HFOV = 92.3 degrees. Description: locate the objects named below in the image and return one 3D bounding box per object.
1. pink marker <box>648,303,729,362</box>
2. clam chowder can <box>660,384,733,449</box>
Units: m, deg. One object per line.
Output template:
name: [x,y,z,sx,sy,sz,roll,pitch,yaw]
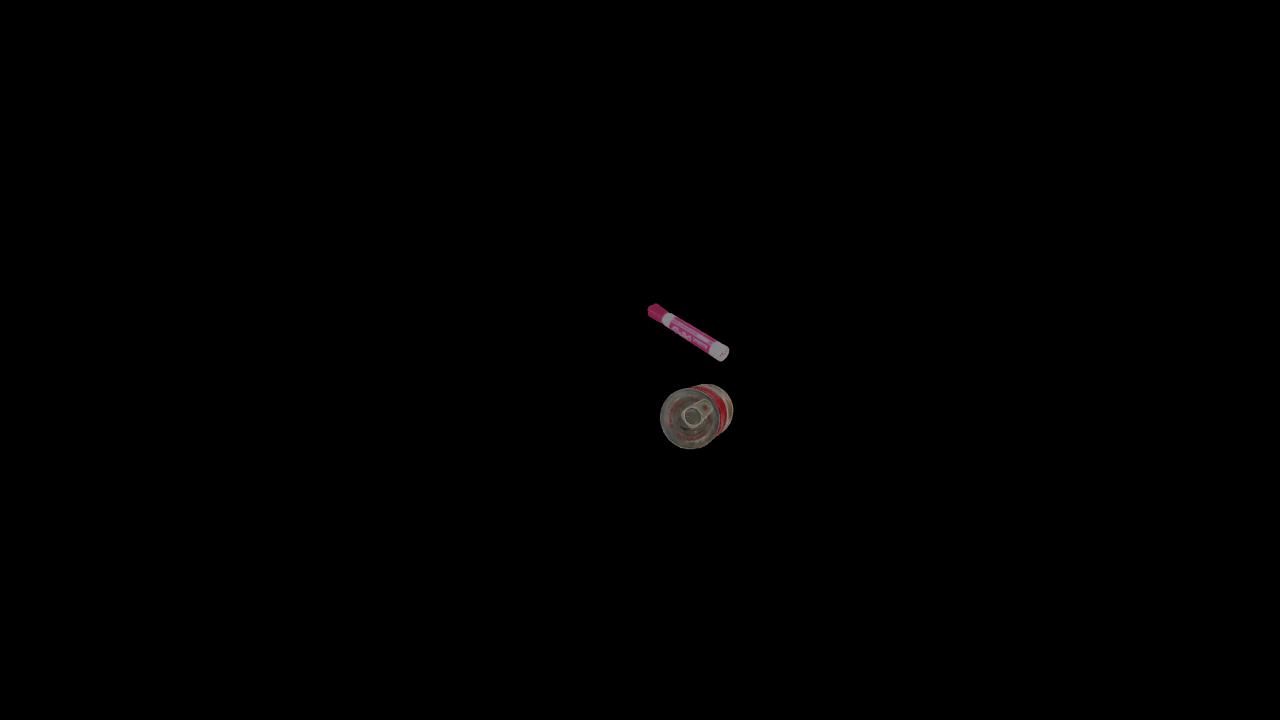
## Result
pink marker: [0.053,-0.035,0.721,0.121,0.020,0.020,35,21,34]
clam chowder can: [0.069,0.063,0.718,0.068,0.068,0.102,0,2,17]
